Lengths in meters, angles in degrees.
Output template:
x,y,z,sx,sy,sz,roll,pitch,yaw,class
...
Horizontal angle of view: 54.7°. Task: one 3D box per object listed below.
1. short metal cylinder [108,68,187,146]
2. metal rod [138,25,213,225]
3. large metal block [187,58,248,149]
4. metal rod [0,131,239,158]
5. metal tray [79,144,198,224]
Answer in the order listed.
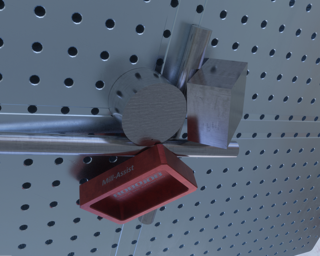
x,y,z,sx,sy,sz,roll,pitch,yaw,class
-0.015,-0.026,0.370,0.081,0.050,0.079,-14,124,-21,short metal cylinder
0.014,0.013,0.426,0.025,0.025,0.298,1,118,-29,metal rod
0.072,-0.033,0.388,0.080,0.050,0.079,-50,145,-48,large metal block
-0.034,0.023,0.385,0.302,0.025,0.025,3,117,-22,metal rod
-0.028,0.079,0.408,0.130,0.030,0.090,-29,138,17,metal tray
